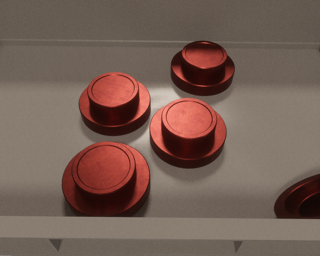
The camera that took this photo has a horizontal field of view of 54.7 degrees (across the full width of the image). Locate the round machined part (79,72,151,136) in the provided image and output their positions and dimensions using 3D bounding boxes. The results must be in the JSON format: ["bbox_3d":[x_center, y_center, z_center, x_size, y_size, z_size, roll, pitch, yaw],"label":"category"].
[{"bbox_3d":[-0.062,-0.040,0.426,0.099,0.042,0.098,0,50,0],"label":"round machined part"}]

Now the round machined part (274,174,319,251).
[{"bbox_3d":[0.168,0.083,0.303,0.099,0.098,0.042,-29,96,-22],"label":"round machined part"}]

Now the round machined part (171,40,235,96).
[{"bbox_3d":[0.066,-0.098,0.477,0.099,0.042,0.098,0,50,0],"label":"round machined part"}]

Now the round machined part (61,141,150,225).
[{"bbox_3d":[-0.061,0.054,0.348,0.099,0.042,0.098,0,50,0],"label":"round machined part"}]

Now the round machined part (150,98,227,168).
[{"bbox_3d":[0.036,-0.001,0.395,0.099,0.042,0.098,0,50,0],"label":"round machined part"}]
